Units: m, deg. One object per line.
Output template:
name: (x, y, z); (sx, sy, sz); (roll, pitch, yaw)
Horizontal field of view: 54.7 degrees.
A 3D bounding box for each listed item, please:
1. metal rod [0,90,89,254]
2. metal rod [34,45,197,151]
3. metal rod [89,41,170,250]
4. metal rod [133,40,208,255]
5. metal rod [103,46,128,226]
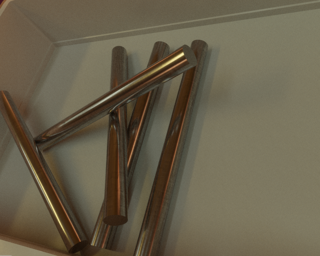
metal rod: (-0.181, 0.044, 0.445); (0.025, 0.025, 0.300); (-41, 59, 0)
metal rod: (-0.082, -0.025, 0.407); (0.299, 0.025, 0.025); (-24, 51, 34)
metal rod: (-0.033, 0.006, 0.418); (0.025, 0.025, 0.300); (1, 62, 28)
metal rod: (0.020, 0.013, 0.386); (0.025, 0.025, 0.300); (2, 62, 29)
metal rod: (-0.057, -0.016, 0.417); (0.025, 0.025, 0.300); (-21, 46, 16)
